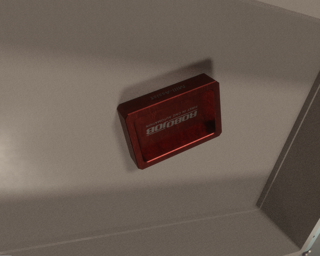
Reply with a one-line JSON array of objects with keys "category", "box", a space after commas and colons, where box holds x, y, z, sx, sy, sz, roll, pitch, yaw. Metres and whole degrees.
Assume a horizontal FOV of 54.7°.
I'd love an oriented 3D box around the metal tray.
[{"category": "metal tray", "box": [0.018, -0.009, 0.411, 0.131, 0.030, 0.089, -22, 127, -15]}]
